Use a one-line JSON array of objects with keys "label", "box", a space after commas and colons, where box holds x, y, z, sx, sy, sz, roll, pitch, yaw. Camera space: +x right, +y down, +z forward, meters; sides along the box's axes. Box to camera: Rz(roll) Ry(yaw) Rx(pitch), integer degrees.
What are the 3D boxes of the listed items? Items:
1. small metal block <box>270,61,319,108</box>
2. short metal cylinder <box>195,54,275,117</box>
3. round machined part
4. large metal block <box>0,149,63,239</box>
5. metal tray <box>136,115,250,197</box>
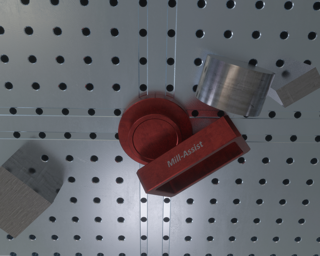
[{"label": "small metal block", "box": [0.162, -0.055, 0.381, 0.050, 0.050, 0.025, -32, 107, 11]}, {"label": "short metal cylinder", "box": [0.087, -0.052, 0.366, 0.081, 0.080, 0.050, 13, 110, -5]}, {"label": "round machined part", "box": [-0.006, 0.008, 0.407, 0.099, 0.042, 0.097, 0, 110, -1]}, {"label": "large metal block", "box": [-0.200, 0.091, 0.432, 0.080, 0.050, 0.080, -43, 105, 14]}, {"label": "metal tray", "box": [0.046, 0.042, 0.396, 0.130, 0.090, 0.030, -33, 65, 11]}]
